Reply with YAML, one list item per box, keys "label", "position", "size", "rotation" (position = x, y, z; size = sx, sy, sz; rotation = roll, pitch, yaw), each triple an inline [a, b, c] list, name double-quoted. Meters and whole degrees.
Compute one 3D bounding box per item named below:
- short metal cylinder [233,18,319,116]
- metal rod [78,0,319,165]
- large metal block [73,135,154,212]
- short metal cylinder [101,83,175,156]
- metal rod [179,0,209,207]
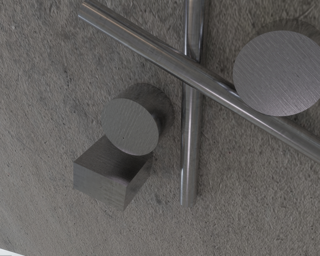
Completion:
- label: "short metal cylinder"
  position: [0.115, -0.058, 0.294]
  size: [0.080, 0.050, 0.079]
  rotation: [13, 124, 21]
- label: "metal rod"
  position: [0.053, -0.045, 0.322]
  size: [0.301, 0.025, 0.025]
  rotation: [31, 129, -3]
- label: "large metal block"
  position: [-0.065, 0.060, 0.443]
  size: [0.080, 0.080, 0.050]
  rotation: [22, 127, 15]
- label: "short metal cylinder"
  position: [-0.028, -0.012, 0.398]
  size: [0.080, 0.050, 0.079]
  rotation: [13, 124, 21]
- label: "metal rod"
  position: [0.038, -0.021, 0.373]
  size: [0.025, 0.025, 0.298]
  rotation: [13, 124, 21]
